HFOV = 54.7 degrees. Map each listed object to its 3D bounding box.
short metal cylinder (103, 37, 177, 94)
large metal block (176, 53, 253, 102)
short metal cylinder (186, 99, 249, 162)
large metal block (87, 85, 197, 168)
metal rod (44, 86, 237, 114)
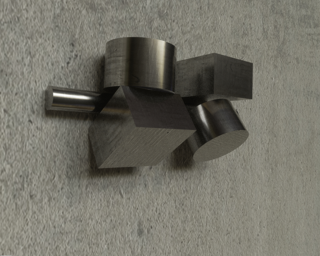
[{"bbox_3d":[-0.022,-0.066,0.351,0.081,0.080,0.050,4,88,-40],"label":"short metal cylinder"},{"bbox_3d":[0.070,-0.065,0.428,0.081,0.080,0.050,2,89,-40],"label":"large metal block"},{"bbox_3d":[0.073,0.005,0.423,0.081,0.080,0.050,2,54,-40],"label":"short metal cylinder"},{"bbox_3d":[-0.022,0.002,0.344,0.081,0.080,0.050,3,54,-40],"label":"large metal block"},{"bbox_3d":[0.003,-0.025,0.411,0.302,0.025,0.025,3,88,-40],"label":"metal rod"}]
